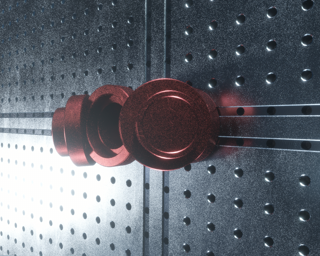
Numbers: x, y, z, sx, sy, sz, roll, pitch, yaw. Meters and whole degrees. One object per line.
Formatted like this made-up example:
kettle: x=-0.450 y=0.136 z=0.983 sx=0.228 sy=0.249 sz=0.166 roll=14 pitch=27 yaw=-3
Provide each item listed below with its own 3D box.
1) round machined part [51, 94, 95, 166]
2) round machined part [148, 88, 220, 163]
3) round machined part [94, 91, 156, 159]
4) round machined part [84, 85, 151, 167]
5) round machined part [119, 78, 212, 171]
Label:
round machined part: x=-0.115 y=0.004 z=0.424 sx=0.042 sy=0.098 sz=0.097 roll=-4 pitch=87 yaw=2
round machined part: x=0.020 y=-0.003 z=0.380 sx=0.098 sy=0.042 sz=0.097 roll=0 pitch=90 yaw=39
round machined part: x=-0.056 y=-0.004 z=0.442 sx=0.098 sy=0.042 sz=0.097 roll=0 pitch=90 yaw=39
round machined part: x=-0.049 y=-0.003 z=0.381 sx=0.098 sy=0.042 sz=0.097 roll=0 pitch=90 yaw=39
round machined part: x=0.007 y=-0.004 z=0.324 sx=0.042 sy=0.099 sz=0.097 roll=-179 pitch=89 yaw=-80
